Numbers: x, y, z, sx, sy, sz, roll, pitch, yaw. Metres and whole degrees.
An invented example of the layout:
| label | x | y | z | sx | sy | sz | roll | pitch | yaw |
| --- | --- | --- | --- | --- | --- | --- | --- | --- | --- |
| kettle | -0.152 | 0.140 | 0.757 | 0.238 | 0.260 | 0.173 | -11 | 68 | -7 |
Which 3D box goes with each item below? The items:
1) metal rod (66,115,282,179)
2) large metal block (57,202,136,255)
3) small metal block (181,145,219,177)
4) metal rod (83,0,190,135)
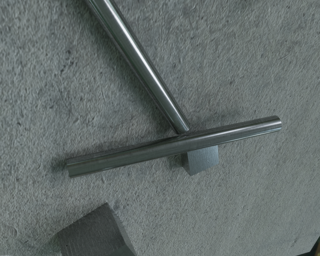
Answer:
| label | x | y | z | sx | sy | sz | roll | pitch | yaw |
| --- | --- | --- | --- | --- | --- | --- | --- | --- | --- |
| metal rod | 0.030 | 0.021 | 0.419 | 0.302 | 0.025 | 0.025 | -11 | 124 | -16 |
| large metal block | -0.086 | 0.164 | 0.427 | 0.080 | 0.080 | 0.050 | -31 | 129 | -9 |
| small metal block | 0.059 | 0.038 | 0.465 | 0.050 | 0.025 | 0.050 | -22 | 127 | -16 |
| metal rod | -0.038 | -0.094 | 0.328 | 0.025 | 0.025 | 0.300 | -38 | 130 | -3 |
